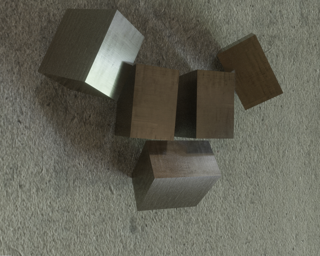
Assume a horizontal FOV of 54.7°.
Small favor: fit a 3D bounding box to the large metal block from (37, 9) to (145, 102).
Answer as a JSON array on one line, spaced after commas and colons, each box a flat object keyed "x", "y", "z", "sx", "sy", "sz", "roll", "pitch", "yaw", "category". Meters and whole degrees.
[{"x": -0.076, "y": -0.082, "z": 0.344, "sx": 0.050, "sy": 0.080, "sz": 0.080, "roll": 32, "pitch": 77, "yaw": -54, "category": "large metal block"}]

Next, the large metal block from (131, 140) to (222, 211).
[{"x": 0.016, "y": 0.059, "z": 0.382, "sx": 0.081, "sy": 0.079, "sz": 0.050, "roll": 1, "pitch": 51, "yaw": -20, "category": "large metal block"}]

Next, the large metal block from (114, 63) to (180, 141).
[{"x": -0.019, "y": -0.028, "z": 0.375, "sx": 0.050, "sy": 0.080, "sz": 0.080, "roll": 5, "pitch": 88, "yaw": -20, "category": "large metal block"}]

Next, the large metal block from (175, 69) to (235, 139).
[{"x": 0.052, "y": -0.028, "z": 0.402, "sx": 0.050, "sy": 0.080, "sz": 0.079, "roll": 1, "pitch": 90, "yaw": -20, "category": "large metal block"}]

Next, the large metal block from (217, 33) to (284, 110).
[{"x": 0.120, "y": -0.079, "z": 0.420, "sx": 0.050, "sy": 0.080, "sz": 0.080, "roll": -26, "pitch": 101, "yaw": 20, "category": "large metal block"}]
